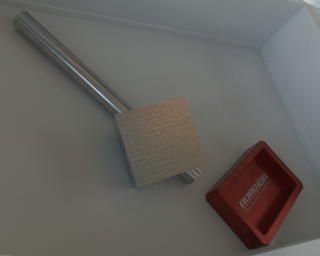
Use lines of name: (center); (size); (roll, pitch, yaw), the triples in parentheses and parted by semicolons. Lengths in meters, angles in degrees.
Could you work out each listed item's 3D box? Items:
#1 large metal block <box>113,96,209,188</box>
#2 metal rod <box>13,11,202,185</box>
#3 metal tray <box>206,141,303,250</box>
large metal block: (-0.002, 0.018, 0.354); (0.081, 0.050, 0.080); (-16, 81, -14)
metal rod: (-0.066, -0.038, 0.394); (0.300, 0.025, 0.025); (42, 51, 0)
metal tray: (0.133, 0.086, 0.423); (0.090, 0.030, 0.131); (49, 51, 6)
